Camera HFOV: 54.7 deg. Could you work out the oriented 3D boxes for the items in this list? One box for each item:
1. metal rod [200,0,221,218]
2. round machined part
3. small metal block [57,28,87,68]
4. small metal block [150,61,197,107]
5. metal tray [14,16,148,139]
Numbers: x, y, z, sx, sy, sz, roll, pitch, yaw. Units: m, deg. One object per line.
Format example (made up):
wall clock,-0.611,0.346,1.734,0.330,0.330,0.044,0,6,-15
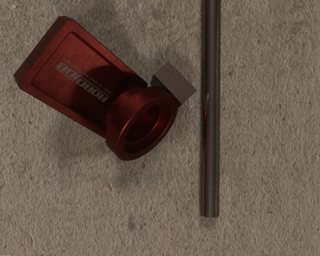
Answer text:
metal rod,0.067,-0.034,0.410,0.025,0.025,0.298,0,90,-1
round machined part,-0.027,-0.011,0.379,0.042,0.098,0.098,41,90,25
small metal block,-0.116,-0.094,0.396,0.025,0.050,0.050,-31,90,-1
small metal block,0.016,-0.052,0.396,0.025,0.050,0.050,-44,91,-9
metal tray,-0.087,-0.054,0.367,0.090,0.030,0.130,-53,131,0
